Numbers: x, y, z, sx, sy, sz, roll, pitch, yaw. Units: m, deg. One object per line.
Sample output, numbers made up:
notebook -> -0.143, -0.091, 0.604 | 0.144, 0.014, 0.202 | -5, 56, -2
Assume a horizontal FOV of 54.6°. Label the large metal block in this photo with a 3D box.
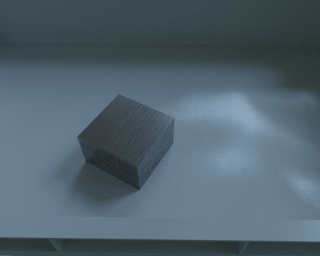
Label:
large metal block -> -0.038, 0.015, 0.377 | 0.080, 0.050, 0.080 | 24, 54, 19
